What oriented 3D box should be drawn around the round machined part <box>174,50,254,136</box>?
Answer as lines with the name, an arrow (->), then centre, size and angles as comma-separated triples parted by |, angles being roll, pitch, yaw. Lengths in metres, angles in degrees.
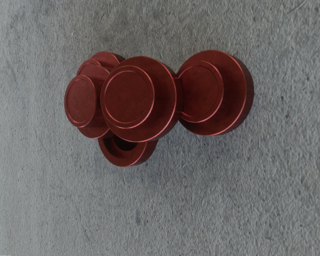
round machined part -> 0.051, -0.040, 0.351 | 0.098, 0.042, 0.097 | 0, 90, 39

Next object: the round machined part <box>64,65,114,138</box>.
round machined part -> -0.090, -0.035, 0.412 | 0.098, 0.042, 0.097 | 0, 90, 39

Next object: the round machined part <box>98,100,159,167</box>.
round machined part -> -0.039, 0.003, 0.425 | 0.098, 0.042, 0.097 | 0, 90, 39

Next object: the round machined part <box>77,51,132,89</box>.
round machined part -> -0.090, -0.067, 0.467 | 0.098, 0.042, 0.097 | 0, 90, 39

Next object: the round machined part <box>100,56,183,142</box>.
round machined part -> -0.027, -0.033, 0.348 | 0.098, 0.042, 0.097 | -1, 88, 26
